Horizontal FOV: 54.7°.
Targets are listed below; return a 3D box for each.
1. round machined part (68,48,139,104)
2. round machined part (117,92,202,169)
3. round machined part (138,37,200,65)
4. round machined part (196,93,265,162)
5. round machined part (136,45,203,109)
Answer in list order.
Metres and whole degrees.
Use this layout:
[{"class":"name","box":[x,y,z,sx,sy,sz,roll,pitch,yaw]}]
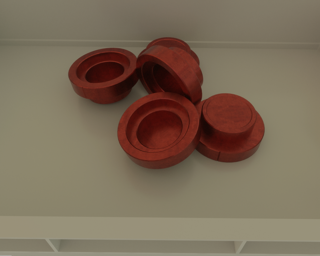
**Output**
[{"class":"round machined part","box":[-0.077,-0.072,0.447,0.099,0.042,0.098,-4,45,5]},{"class":"round machined part","box":[0.002,0.006,0.378,0.098,0.042,0.098,-8,55,11]},{"class":"round machined part","box":[0.013,-0.105,0.482,0.099,0.042,0.098,0,50,0]},{"class":"round machined part","box":[0.086,-0.007,0.401,0.099,0.042,0.098,1,50,-1]},{"class":"round machined part","box":[0.018,-0.067,0.410,0.098,0.098,0.042,36,66,26]}]
